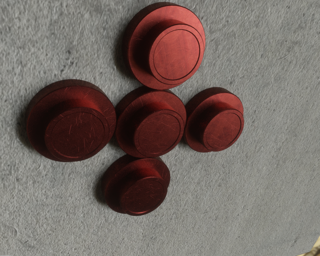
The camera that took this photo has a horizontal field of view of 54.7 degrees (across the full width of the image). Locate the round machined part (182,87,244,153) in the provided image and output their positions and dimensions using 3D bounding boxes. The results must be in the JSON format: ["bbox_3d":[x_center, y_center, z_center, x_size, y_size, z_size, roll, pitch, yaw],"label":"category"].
[{"bbox_3d":[0.079,-0.005,0.439,0.099,0.042,0.097,-14,125,-21],"label":"round machined part"}]

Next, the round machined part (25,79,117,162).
[{"bbox_3d":[-0.095,-0.001,0.345,0.099,0.042,0.097,-14,125,-21],"label":"round machined part"}]

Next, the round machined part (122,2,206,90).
[{"bbox_3d":[0.010,-0.088,0.350,0.099,0.042,0.097,-14,125,-21],"label":"round machined part"}]

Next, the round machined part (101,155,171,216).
[{"bbox_3d":[-0.029,0.084,0.435,0.099,0.042,0.097,-14,125,-21],"label":"round machined part"}]

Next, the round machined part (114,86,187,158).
[{"bbox_3d":[-0.009,-0.002,0.393,0.099,0.042,0.097,-14,125,-21],"label":"round machined part"}]
